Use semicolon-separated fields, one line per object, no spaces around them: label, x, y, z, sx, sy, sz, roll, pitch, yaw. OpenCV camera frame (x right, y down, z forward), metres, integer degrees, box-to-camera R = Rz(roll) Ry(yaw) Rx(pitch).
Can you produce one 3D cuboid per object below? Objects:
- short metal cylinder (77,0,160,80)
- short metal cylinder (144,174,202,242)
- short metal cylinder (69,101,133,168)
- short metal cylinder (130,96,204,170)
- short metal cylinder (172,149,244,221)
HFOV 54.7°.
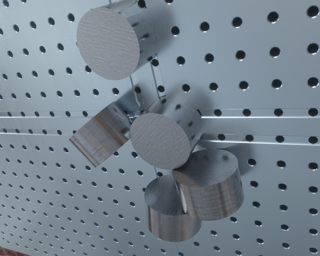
short metal cylinder;-0.047;-0.102;0.357;0.080;0.050;0.079;13;124;21
short metal cylinder;0.020;0.110;0.434;0.080;0.080;0.050;12;124;21
short metal cylinder;-0.075;0.008;0.421;0.050;0.080;0.080;49;129;-6
short metal cylinder;0.009;0.006;0.394;0.080;0.050;0.079;13;124;21
short metal cylinder;0.060;0.068;0.386;0.080;0.080;0.050;-2;118;29
